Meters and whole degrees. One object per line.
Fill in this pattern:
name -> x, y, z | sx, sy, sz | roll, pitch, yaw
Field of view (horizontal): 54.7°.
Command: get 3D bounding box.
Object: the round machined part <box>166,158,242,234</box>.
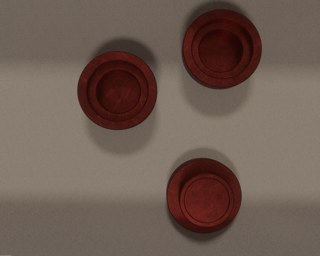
round machined part -> 0.058, 0.089, 0.404 | 0.099, 0.042, 0.097 | 0, 90, -1

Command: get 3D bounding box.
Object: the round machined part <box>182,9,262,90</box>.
round machined part -> 0.077, -0.099, 0.404 | 0.099, 0.042, 0.097 | 0, 90, -1

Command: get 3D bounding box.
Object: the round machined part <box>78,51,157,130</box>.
round machined part -> -0.053, -0.046, 0.402 | 0.099, 0.042, 0.097 | 0, 90, -1
